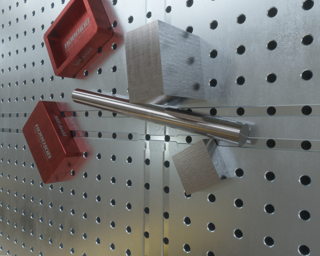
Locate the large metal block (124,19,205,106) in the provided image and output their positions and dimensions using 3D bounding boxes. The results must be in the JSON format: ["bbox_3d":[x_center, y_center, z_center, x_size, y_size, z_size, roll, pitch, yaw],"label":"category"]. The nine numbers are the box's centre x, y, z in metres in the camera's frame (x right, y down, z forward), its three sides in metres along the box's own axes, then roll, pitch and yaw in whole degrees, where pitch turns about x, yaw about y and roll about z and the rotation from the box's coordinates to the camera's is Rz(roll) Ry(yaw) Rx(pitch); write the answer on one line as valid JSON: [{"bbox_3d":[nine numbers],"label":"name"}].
[{"bbox_3d":[0.007,-0.071,0.366,0.050,0.081,0.080,-8,85,39],"label":"large metal block"}]

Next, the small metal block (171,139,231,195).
[{"bbox_3d":[0.048,0.046,0.368,0.050,0.025,0.050,-33,70,34],"label":"small metal block"}]

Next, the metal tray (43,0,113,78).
[{"bbox_3d":[-0.141,-0.156,0.519,0.130,0.030,0.090,-34,69,34],"label":"metal tray"}]

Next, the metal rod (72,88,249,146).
[{"bbox_3d":[-0.023,-0.023,0.426,0.300,0.025,0.025,15,100,38],"label":"metal rod"}]

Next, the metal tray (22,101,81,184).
[{"bbox_3d":[-0.203,0.025,0.570,0.090,0.030,0.130,-47,62,29],"label":"metal tray"}]
